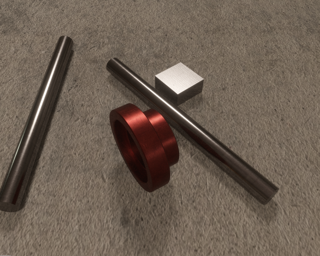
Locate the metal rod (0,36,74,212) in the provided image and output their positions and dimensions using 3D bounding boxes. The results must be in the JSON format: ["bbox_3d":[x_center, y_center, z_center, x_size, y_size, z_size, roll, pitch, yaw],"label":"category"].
[{"bbox_3d":[-0.161,-0.030,0.426,0.025,0.025,0.300,1,50,0],"label":"metal rod"}]

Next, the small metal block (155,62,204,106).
[{"bbox_3d":[0.028,-0.066,0.459,0.050,0.025,0.050,-32,57,-24],"label":"small metal block"}]

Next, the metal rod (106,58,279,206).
[{"bbox_3d":[0.025,-0.011,0.412,0.025,0.025,0.300,-33,58,-25],"label":"metal rod"}]

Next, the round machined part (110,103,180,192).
[{"bbox_3d":[-0.014,0.017,0.341,0.042,0.097,0.098,-25,55,-20],"label":"round machined part"}]
